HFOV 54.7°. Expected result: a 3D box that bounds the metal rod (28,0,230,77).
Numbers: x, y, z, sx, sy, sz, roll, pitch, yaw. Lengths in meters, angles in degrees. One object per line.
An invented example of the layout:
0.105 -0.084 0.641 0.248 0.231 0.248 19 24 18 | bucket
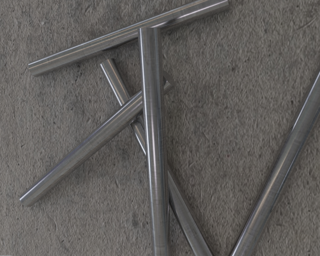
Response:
-0.055 -0.124 0.428 0.301 0.025 0.025 -14 86 19 | metal rod

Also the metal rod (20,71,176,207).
-0.098 0.026 0.425 0.299 0.025 0.025 -38 78 23 | metal rod

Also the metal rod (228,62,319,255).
0.145 0.038 0.357 0.025 0.025 0.298 25 98 18 | metal rod

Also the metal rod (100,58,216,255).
-0.005 0.041 0.410 0.025 0.025 0.299 -30 80 17 | metal rod

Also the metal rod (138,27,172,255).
-0.004 0.037 0.370 0.025 0.025 0.298 2 106 20 | metal rod
